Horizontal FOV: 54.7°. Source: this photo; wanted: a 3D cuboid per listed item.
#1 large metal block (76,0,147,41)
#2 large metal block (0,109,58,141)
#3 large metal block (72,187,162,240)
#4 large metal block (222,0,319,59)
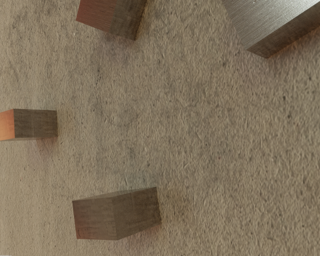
[{"bbox_3d":[-0.068,-0.180,0.445,0.080,0.050,0.079,30,109,36],"label":"large metal block"},{"bbox_3d":[-0.250,-0.004,0.576,0.080,0.081,0.050,-8,85,40],"label":"large metal block"},{"bbox_3d":[-0.058,0.114,0.417,0.080,0.081,0.050,-15,81,39],"label":"large metal block"},{"bbox_3d":[0.111,-0.126,0.297,0.080,0.050,0.080,-31,71,35],"label":"large metal block"}]
